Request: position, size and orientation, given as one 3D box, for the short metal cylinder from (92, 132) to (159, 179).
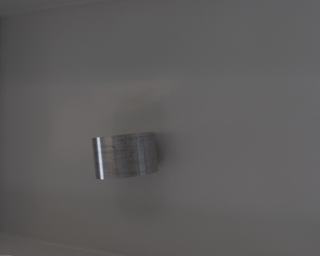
[{"bbox_3d":[-0.044,0.034,0.397,0.080,0.080,0.050,-7,88,20],"label":"short metal cylinder"}]
